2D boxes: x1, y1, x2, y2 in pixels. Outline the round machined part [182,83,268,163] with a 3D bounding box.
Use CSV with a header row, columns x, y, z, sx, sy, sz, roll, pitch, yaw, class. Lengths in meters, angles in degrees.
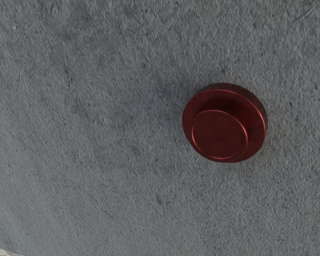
x,y,z,sx,sy,sz,roll,pitch,yaw,class
0.071,0.001,0.359,0.098,0.042,0.097,13,124,21,round machined part
